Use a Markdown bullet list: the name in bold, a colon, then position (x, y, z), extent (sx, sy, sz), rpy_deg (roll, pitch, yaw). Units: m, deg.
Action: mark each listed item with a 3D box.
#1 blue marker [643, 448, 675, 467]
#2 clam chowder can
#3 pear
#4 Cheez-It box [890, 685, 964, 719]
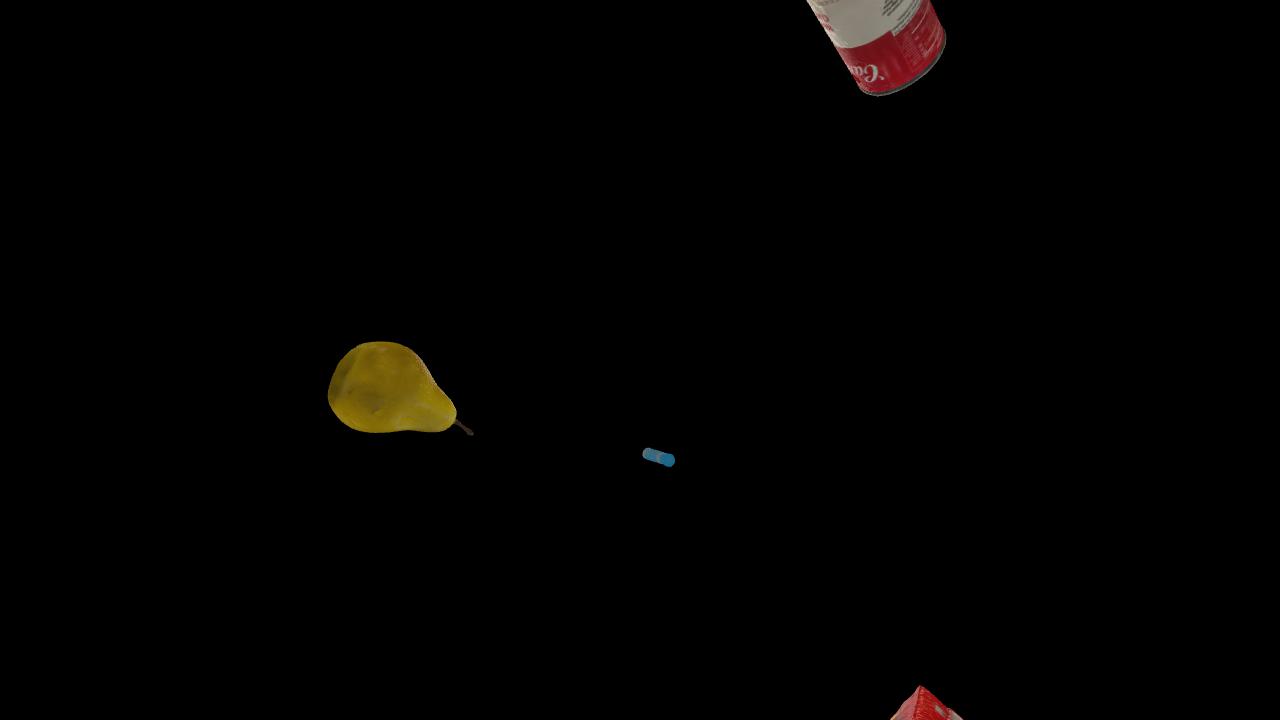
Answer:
- **blue marker**: position (0.028, 0.146, 0.925), extent (0.020, 0.020, 0.121), rpy_deg (0, -4, -14)
- **clam chowder can**: position (0.166, -0.250, 0.437), extent (0.068, 0.068, 0.102), rpy_deg (0, -24, 45)
- **pear**: position (-0.185, 0.031, 0.493), extent (0.080, 0.080, 0.111), rpy_deg (0, -25, 46)
- **Cheez-It box**: position (0.135, 0.328, 0.390), extent (0.071, 0.223, 0.166), rpy_deg (38, 3, 31)
